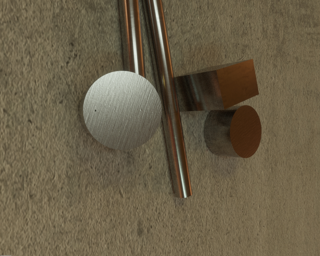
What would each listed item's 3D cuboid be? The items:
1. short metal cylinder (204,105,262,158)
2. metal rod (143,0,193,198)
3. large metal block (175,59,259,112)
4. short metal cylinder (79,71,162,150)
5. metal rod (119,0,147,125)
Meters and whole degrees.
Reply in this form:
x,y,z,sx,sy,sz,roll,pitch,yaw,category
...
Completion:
x,y,z,sx,sy,sz,roll,pitch,yaw,category
0.114,0.005,0.484,0.081,0.050,0.079,0,90,-40,short metal cylinder
0.009,-0.053,0.411,0.025,0.025,0.298,-16,100,-39,metal rod
0.078,-0.059,0.434,0.081,0.080,0.050,-23,105,-38,large metal block
-0.044,-0.018,0.335,0.081,0.050,0.079,-1,92,-20,short metal cylinder
-0.037,-0.151,0.373,0.025,0.025,0.298,-8,95,-40,metal rod
